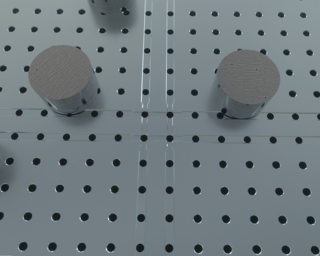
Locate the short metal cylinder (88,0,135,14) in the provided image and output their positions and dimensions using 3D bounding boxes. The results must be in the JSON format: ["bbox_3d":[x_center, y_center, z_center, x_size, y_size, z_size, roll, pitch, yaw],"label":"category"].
[{"bbox_3d":[-0.079,-0.226,0.480,0.081,0.050,0.080,0,70,0],"label":"short metal cylinder"}]

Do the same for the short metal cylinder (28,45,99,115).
[{"bbox_3d":[-0.128,-0.064,0.421,0.081,0.050,0.080,0,70,0],"label":"short metal cylinder"}]

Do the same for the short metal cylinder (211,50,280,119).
[{"bbox_3d":[0.114,-0.058,0.420,0.081,0.050,0.080,0,70,0],"label":"short metal cylinder"}]
